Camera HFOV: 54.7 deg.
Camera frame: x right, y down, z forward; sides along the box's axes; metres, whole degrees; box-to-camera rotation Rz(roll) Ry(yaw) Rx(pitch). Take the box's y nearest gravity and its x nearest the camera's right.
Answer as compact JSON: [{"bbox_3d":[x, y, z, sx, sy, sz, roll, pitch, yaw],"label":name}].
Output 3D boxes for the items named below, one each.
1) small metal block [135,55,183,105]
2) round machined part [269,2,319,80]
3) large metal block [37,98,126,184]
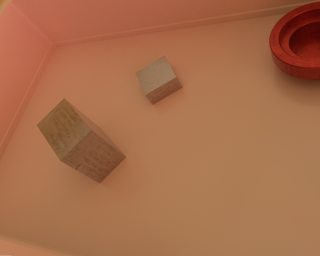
[{"bbox_3d":[-0.002,-0.069,0.448,0.050,0.025,0.050,-30,52,8],"label":"small metal block"},{"bbox_3d":[0.181,-0.095,0.358,0.098,0.042,0.098,-13,56,20],"label":"round machined part"},{"bbox_3d":[-0.103,0.018,0.412,0.050,0.080,0.080,-46,51,-4],"label":"large metal block"}]
